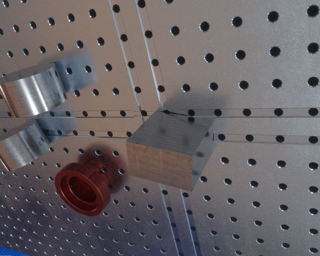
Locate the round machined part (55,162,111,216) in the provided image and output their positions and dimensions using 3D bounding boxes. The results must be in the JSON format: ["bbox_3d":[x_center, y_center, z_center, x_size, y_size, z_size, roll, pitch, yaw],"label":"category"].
[{"bbox_3d":[-0.126,0.099,0.528,0.098,0.042,0.097,13,124,21],"label":"round machined part"}]

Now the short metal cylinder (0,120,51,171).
[{"bbox_3d":[-0.231,0.028,0.515,0.080,0.080,0.050,-12,112,33],"label":"short metal cylinder"}]

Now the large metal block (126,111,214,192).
[{"bbox_3d":[0.015,0.025,0.383,0.080,0.080,0.050,11,123,22],"label":"large metal block"}]

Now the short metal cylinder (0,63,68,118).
[{"bbox_3d":[-0.178,-0.055,0.436,0.080,0.080,0.050,0,119,28],"label":"short metal cylinder"}]
